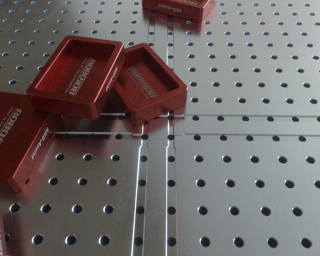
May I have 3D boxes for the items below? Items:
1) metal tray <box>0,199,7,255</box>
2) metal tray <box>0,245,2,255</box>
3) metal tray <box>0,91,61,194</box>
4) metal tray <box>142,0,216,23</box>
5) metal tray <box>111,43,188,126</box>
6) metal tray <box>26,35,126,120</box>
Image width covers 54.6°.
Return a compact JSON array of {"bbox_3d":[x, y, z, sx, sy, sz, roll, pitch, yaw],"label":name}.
[{"bbox_3d":[-0.188,0.110,0.271,0.091,0.030,0.130,-19,53,-15],"label":"metal tray"},{"bbox_3d":[-0.181,0.168,0.262,0.091,0.030,0.130,-18,52,-15],"label":"metal tray"},{"bbox_3d":[-0.194,0.012,0.393,0.090,0.030,0.130,8,50,7],"label":"metal tray"},{"bbox_3d":[0.040,-0.262,0.624,0.130,0.030,0.090,21,53,16],"label":"metal tray"},{"bbox_3d":[-0.030,-0.071,0.463,0.091,0.030,0.130,-24,54,-19],"label":"metal tray"},{"bbox_3d":[-0.109,-0.074,0.426,0.090,0.030,0.130,10,51,8],"label":"metal tray"}]
